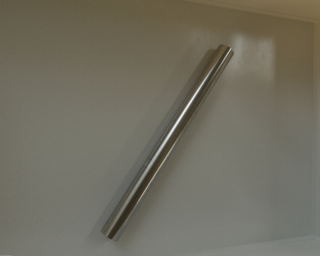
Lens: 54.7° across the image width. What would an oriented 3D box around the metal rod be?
[{"bbox_3d":[0.016,0.012,0.417,0.025,0.025,0.300,36,78,-17],"label":"metal rod"}]
